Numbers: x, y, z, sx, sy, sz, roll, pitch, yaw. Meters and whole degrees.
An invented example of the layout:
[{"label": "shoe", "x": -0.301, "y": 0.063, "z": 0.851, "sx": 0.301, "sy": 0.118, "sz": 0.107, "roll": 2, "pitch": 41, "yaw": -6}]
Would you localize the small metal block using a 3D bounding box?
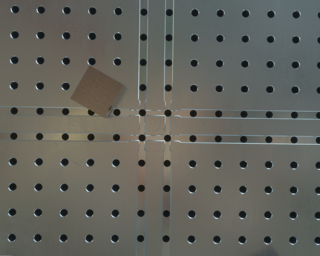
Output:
[{"label": "small metal block", "x": -0.082, "y": -0.047, "z": 0.412, "sx": 0.050, "sy": 0.025, "sz": 0.050, "roll": 30, "pitch": 90, "yaw": -1}]
